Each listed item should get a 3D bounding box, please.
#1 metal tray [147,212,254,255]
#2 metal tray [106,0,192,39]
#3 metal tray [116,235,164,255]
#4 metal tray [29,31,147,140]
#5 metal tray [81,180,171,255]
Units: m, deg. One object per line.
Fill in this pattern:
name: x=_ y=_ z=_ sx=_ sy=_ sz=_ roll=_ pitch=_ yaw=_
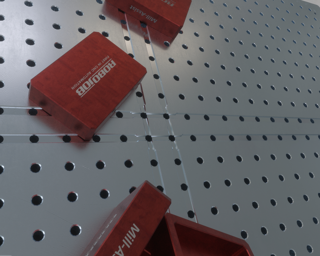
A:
metal tray: x=0.053 y=0.142 z=0.301 sx=0.131 sy=0.030 sz=0.090 roll=28 pitch=24 yaw=-31
metal tray: x=-0.016 y=-0.219 z=0.529 sx=0.131 sy=0.030 sz=0.090 roll=26 pitch=53 yaw=-12
metal tray: x=0.003 y=0.176 z=0.291 sx=0.130 sy=0.030 sz=0.090 roll=38 pitch=51 yaw=-9
metal tray: x=-0.086 y=-0.058 z=0.394 sx=0.090 sy=0.030 sz=0.130 roll=37 pitch=51 yaw=-3
metal tray: x=-0.048 y=0.115 z=0.270 sx=0.030 sy=0.090 sz=0.130 roll=39 pitch=51 yaw=-2
